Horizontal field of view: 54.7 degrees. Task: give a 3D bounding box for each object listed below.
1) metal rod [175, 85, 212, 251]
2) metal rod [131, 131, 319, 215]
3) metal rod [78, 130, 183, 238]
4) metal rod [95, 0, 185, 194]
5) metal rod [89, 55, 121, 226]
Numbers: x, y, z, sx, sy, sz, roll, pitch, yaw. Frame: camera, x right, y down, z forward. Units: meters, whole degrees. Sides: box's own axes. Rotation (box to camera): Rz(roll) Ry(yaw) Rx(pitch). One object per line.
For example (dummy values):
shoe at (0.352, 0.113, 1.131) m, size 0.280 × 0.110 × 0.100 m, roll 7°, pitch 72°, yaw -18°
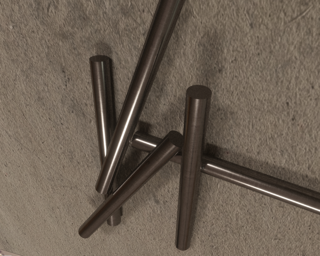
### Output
metal rod at (0.038, 0.076, 0.404) m, size 0.025 × 0.025 × 0.298 m, roll 17°, pitch 134°, yaw 18°
metal rod at (0.103, 0.061, 0.389) m, size 0.301 × 0.025 × 0.025 m, roll 18°, pitch 126°, yaw 17°
metal rod at (-0.057, 0.099, 0.462) m, size 0.025 × 0.025 × 0.298 m, roll 41°, pitch 129°, yaw -1°
metal rod at (-0.036, -0.023, 0.393) m, size 0.025 × 0.025 × 0.298 m, roll 30°, pitch 123°, yaw 9°
metal rod at (-0.079, 0.038, 0.470) m, size 0.025 × 0.025 × 0.298 m, roll 14°, pitch 124°, yaw 20°
